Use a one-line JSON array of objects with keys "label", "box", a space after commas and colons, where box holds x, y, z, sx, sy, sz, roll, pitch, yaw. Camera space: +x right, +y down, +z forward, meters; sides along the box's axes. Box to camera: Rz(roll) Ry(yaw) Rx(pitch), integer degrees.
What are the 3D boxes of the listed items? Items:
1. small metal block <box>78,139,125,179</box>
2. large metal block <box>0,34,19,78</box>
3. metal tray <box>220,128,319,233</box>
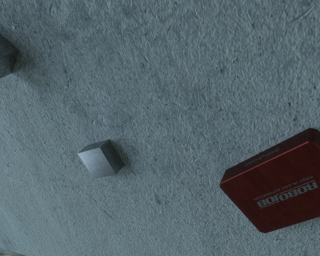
[{"label": "small metal block", "box": [-0.092, 0.049, 0.486, 0.050, 0.025, 0.050, -16, 110, 34]}, {"label": "large metal block", "box": [-0.270, -0.109, 0.446, 0.080, 0.080, 0.050, 42, 129, -1]}, {"label": "metal tray", "box": [0.149, 0.068, 0.367, 0.090, 0.030, 0.129, 48, 129, -6]}]
